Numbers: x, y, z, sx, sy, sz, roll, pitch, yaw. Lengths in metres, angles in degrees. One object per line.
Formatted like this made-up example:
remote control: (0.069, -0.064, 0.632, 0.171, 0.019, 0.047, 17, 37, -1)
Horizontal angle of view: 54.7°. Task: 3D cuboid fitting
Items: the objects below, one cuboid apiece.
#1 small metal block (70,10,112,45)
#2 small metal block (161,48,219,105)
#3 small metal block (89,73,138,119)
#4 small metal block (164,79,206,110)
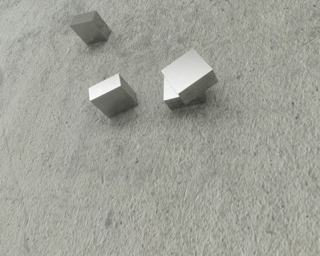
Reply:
small metal block: (-0.126, -0.182, 0.566, 0.050, 0.050, 0.025, -2, 61, 27)
small metal block: (0.037, -0.066, 0.393, 0.050, 0.025, 0.050, -35, 51, 4)
small metal block: (-0.067, -0.046, 0.451, 0.050, 0.050, 0.025, -24, 53, 13)
small metal block: (0.033, -0.057, 0.421, 0.050, 0.025, 0.050, -12, 57, 21)
